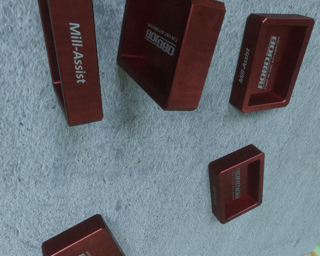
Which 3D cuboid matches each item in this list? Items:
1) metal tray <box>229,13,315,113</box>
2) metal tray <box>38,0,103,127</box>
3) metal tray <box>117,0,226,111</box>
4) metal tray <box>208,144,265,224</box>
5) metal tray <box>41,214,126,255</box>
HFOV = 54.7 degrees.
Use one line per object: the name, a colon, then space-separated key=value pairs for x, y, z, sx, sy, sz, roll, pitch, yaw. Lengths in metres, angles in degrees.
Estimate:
metal tray: x=0.153 y=-0.089 z=0.431 sx=0.091 sy=0.030 sz=0.129 roll=-9 pitch=122 yaw=-24
metal tray: x=-0.081 y=-0.078 z=0.271 sx=0.030 sy=0.090 sz=0.129 roll=-13 pitch=124 yaw=-21
metal tray: x=0.000 y=-0.082 z=0.288 sx=0.030 sy=0.130 sz=0.089 roll=-1 pitch=119 yaw=-28
metal tray: x=0.134 y=0.099 z=0.537 sx=0.091 sy=0.030 sz=0.129 roll=-22 pitch=127 yaw=-15
metal tray: x=-0.106 y=0.198 z=0.468 sx=0.091 sy=0.030 sz=0.129 roll=-27 pitch=128 yaw=-12
